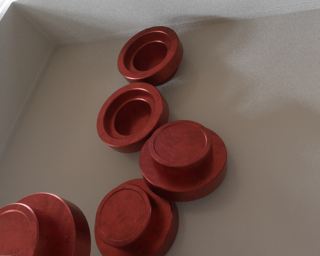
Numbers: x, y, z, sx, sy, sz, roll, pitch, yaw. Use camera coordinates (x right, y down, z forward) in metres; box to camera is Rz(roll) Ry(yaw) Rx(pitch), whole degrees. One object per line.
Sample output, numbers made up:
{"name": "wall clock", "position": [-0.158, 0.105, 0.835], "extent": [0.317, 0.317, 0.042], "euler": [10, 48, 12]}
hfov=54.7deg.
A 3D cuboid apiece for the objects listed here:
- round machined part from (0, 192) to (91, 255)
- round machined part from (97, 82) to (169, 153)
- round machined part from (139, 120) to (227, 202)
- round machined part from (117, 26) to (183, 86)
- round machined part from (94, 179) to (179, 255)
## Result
{"name": "round machined part", "position": [-0.107, 0.097, 0.240], "extent": [0.098, 0.042, 0.098], "euler": [-13, 56, 21]}
{"name": "round machined part", "position": [-0.032, -0.010, 0.418], "extent": [0.098, 0.042, 0.098], "euler": [-13, 56, 21]}
{"name": "round machined part", "position": [0.025, 0.029, 0.345], "extent": [0.098, 0.042, 0.098], "euler": [-6, 44, 6]}
{"name": "round machined part", "position": [-0.011, -0.101, 0.462], "extent": [0.098, 0.042, 0.098], "euler": [-13, 56, 21]}
{"name": "round machined part", "position": [-0.032, 0.102, 0.347], "extent": [0.098, 0.042, 0.098], "euler": [-14, 54, 19]}
